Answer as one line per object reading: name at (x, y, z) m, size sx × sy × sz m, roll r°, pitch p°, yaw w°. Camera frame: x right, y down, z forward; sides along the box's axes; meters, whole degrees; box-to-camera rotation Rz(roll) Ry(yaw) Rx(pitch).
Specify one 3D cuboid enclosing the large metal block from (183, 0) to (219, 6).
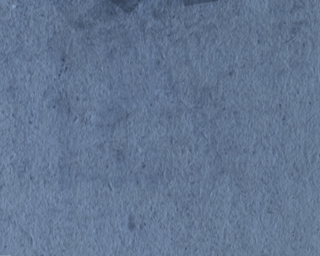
large metal block at (0.066, -0.212, 0.398) m, size 0.080 × 0.050 × 0.080 m, roll -10°, pitch 90°, yaw -1°

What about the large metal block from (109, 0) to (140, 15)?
large metal block at (-0.059, -0.197, 0.382) m, size 0.080 × 0.080 × 0.050 m, roll 35°, pitch 90°, yaw -1°
